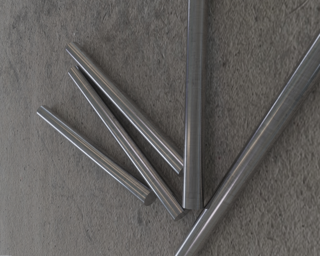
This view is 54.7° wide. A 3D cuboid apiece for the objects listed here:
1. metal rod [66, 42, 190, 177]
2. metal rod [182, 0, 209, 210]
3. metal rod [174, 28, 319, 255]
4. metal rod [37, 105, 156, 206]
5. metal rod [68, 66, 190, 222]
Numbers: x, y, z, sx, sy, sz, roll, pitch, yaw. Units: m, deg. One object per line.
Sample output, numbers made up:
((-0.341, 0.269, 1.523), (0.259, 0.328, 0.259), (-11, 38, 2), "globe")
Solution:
((-0.058, -0.042, 0.452), (0.300, 0.025, 0.025), (46, 118, 30), "metal rod")
((0.042, -0.058, 0.361), (0.025, 0.025, 0.298), (0, 87, 40), "metal rod")
((0.093, 0.037, 0.328), (0.025, 0.025, 0.298), (41, 115, 32), "metal rod")
((-0.117, 0.031, 0.501), (0.300, 0.025, 0.025), (31, 109, 35), "metal rod")
((-0.058, 0.006, 0.452), (0.300, 0.025, 0.025), (50, 119, 28), "metal rod")
